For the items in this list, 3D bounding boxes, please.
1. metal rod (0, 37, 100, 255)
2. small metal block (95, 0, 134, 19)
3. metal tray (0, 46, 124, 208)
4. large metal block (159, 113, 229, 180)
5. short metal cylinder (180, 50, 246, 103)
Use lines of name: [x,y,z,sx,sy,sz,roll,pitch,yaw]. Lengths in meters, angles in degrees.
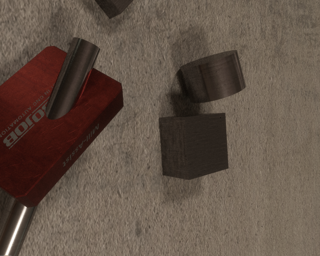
metal rod: [-0.119,0.064,0.270,0.025,0.025,0.299,23,87,-38]
small metal block: [-0.054,-0.166,0.361,0.050,0.025,0.050,49,61,-29]
metal tray: [-0.106,-0.008,0.277,0.130,0.090,0.030,-53,166,-27]
large metal block: [0.048,0.022,0.431,0.081,0.050,0.079,-7,95,-40]
short metal cylinder: [0.074,-0.072,0.433,0.081,0.080,0.050,-30,109,-36]
